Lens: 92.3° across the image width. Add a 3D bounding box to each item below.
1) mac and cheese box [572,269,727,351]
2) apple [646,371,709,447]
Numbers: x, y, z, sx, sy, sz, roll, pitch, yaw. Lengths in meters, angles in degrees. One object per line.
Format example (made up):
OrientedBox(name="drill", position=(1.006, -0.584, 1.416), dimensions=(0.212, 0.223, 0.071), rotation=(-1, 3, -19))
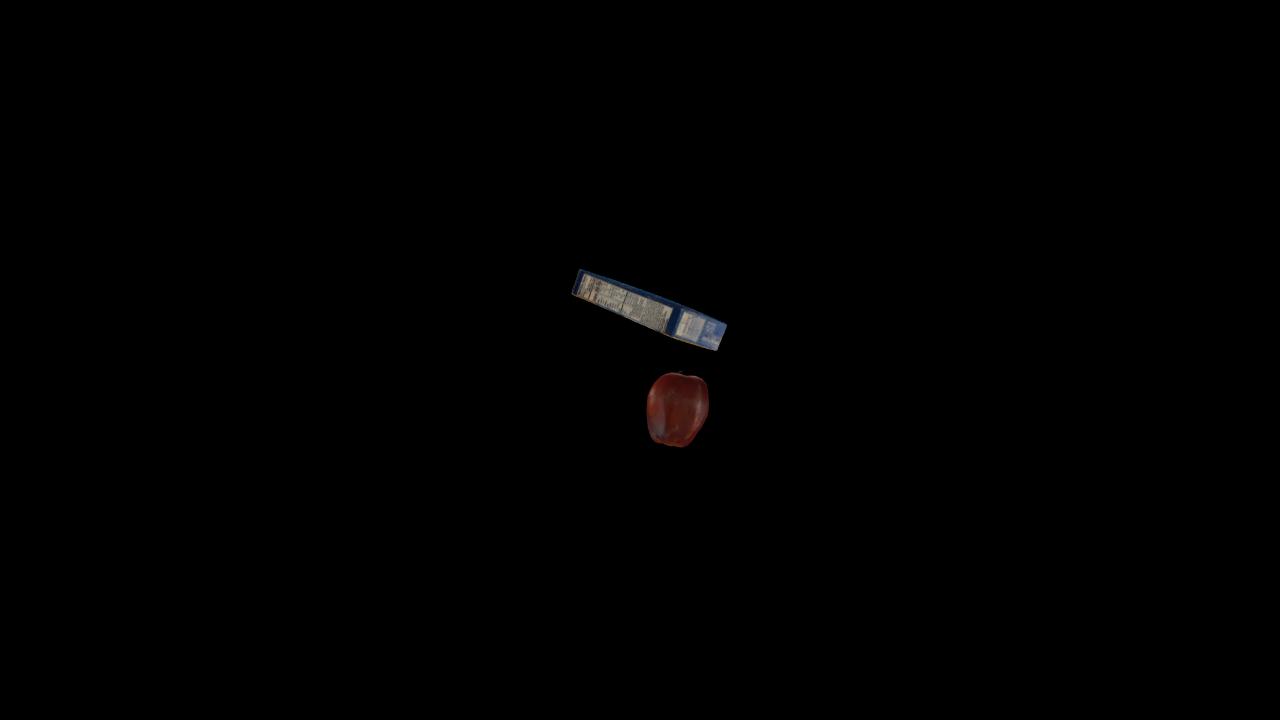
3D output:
OrientedBox(name="mac and cheese box", position=(0.008, -0.064, 0.766), dimensions=(0.184, 0.041, 0.093), rotation=(26, 10, 41))
OrientedBox(name="apple", position=(0.045, 0.058, 0.744), dimensions=(0.079, 0.093, 0.079), rotation=(10, -14, 3))
